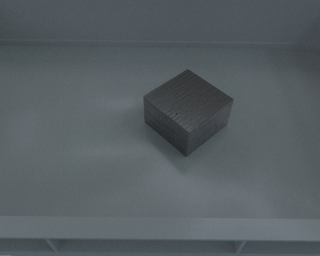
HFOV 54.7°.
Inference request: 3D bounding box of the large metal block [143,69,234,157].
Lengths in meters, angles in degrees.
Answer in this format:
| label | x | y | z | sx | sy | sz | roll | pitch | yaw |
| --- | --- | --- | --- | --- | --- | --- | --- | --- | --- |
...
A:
| label | x | y | z | sx | sy | sz | roll | pitch | yaw |
| --- | --- | --- | --- | --- | --- | --- | --- | --- | --- |
| large metal block | 0.036 | -0.022 | 0.408 | 0.080 | 0.050 | 0.080 | -35 | 59 | -26 |
